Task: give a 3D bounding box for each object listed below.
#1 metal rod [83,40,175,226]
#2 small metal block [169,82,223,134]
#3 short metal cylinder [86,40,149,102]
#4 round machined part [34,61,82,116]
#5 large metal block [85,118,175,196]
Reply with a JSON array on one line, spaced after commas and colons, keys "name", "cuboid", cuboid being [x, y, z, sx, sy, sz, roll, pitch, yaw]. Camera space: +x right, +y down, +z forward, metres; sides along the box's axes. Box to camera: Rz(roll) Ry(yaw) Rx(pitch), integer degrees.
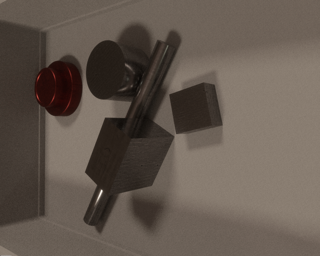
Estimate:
[{"name": "metal rod", "cuboid": [-0.051, 0.020, 0.444, 0.025, 0.025, 0.298, 38, 114, 33]}, {"name": "small metal block", "cuboid": [0.042, -0.022, 0.370, 0.050, 0.025, 0.050, -15, 80, 38]}, {"name": "short metal cylinder", "cuboid": [-0.059, -0.078, 0.437, 0.080, 0.050, 0.079, 0, 90, 40]}, {"name": "round machined part", "cuboid": [-0.184, -0.070, 0.544, 0.098, 0.042, 0.097, 0, 90, 39]}, {"name": "large metal block", "cuboid": [-0.038, 0.034, 0.401, 0.050, 0.081, 0.079, 36, 112, 33]}]
